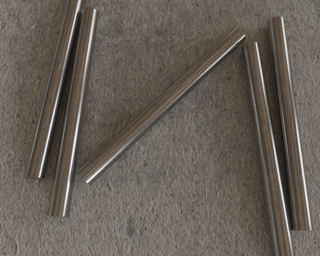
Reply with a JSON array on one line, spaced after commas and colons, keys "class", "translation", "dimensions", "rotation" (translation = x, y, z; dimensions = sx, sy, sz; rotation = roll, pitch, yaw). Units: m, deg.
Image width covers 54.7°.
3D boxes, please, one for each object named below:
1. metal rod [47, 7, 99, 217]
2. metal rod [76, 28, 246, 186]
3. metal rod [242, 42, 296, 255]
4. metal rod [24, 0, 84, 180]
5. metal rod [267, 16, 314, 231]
[{"class": "metal rod", "translation": [-0.113, -0.035, 0.419], "dimensions": [0.025, 0.025, 0.299], "rotation": [3, 70, 1]}, {"class": "metal rod", "translation": [0.011, -0.038, 0.421], "dimensions": [0.025, 0.025, 0.301], "rotation": [43, 75, 14]}, {"class": "metal rod", "translation": [0.137, 0.022, 0.400], "dimensions": [0.025, 0.025, 0.299], "rotation": [-2, 70, -1]}, {"class": "metal rod", "translation": [-0.142, -0.078, 0.435], "dimensions": [0.025, 0.025, 0.299], "rotation": [5, 70, 2]}, {"class": "metal rod", "translation": [0.171, -0.020, 0.416], "dimensions": [0.025, 0.025, 0.299], "rotation": [1, 70, 0]}]
